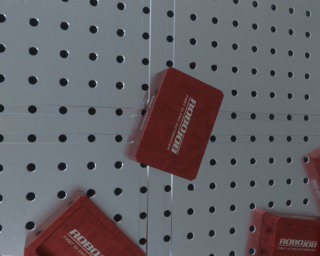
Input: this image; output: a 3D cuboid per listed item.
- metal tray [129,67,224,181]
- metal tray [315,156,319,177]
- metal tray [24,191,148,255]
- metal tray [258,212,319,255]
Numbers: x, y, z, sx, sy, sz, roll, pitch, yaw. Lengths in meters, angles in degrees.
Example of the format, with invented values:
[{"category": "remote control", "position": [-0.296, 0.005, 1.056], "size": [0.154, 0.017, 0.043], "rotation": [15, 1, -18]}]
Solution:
[{"category": "metal tray", "position": [0.023, -0.005, 0.418], "size": [0.090, 0.030, 0.130], "rotation": [22, 83, -19]}, {"category": "metal tray", "position": [0.326, 0.095, 0.530], "size": [0.091, 0.030, 0.129], "rotation": [-24, 98, -18]}, {"category": "metal tray", "position": [-0.085, 0.154, 0.378], "size": [0.090, 0.030, 0.130], "rotation": [-44, 104, -15]}, {"category": "metal tray", "position": [0.221, 0.186, 0.490], "size": [0.131, 0.030, 0.090], "rotation": [11, 86, -20]}]
